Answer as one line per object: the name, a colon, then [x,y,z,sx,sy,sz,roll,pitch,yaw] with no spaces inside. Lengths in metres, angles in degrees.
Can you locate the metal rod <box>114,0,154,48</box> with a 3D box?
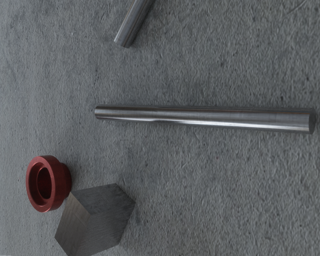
metal rod: [0.017,-0.238,0.388,0.025,0.025,0.298,46,117,30]

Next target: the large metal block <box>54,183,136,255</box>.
large metal block: [-0.092,0.132,0.442,0.050,0.081,0.079,35,112,34]

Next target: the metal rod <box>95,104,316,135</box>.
metal rod: [0.025,-0.015,0.382,0.300,0.025,0.025,4,93,39]

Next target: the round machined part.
round machined part: [-0.194,0.097,0.551,0.098,0.042,0.097,0,90,39]
